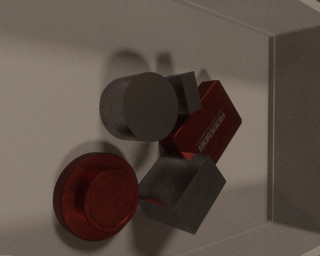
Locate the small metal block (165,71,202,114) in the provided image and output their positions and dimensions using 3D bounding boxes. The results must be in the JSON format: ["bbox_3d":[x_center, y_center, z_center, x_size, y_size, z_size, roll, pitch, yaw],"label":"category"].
[{"bbox_3d":[0.024,-0.046,0.413,0.025,0.050,0.050,-23,105,-38],"label":"small metal block"}]

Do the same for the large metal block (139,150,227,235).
[{"bbox_3d":[0.023,0.077,0.392,0.080,0.080,0.050,-51,120,-28],"label":"large metal block"}]

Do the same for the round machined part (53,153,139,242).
[{"bbox_3d":[-0.063,0.077,0.345,0.099,0.042,0.097,0,90,-40],"label":"round machined part"}]

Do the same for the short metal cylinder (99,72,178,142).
[{"bbox_3d":[-0.024,-0.024,0.372,0.081,0.050,0.079,0,90,-40],"label":"short metal cylinder"}]

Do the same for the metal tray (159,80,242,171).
[{"bbox_3d":[0.065,0.002,0.460,0.130,0.030,0.090,-52,121,-27],"label":"metal tray"}]
